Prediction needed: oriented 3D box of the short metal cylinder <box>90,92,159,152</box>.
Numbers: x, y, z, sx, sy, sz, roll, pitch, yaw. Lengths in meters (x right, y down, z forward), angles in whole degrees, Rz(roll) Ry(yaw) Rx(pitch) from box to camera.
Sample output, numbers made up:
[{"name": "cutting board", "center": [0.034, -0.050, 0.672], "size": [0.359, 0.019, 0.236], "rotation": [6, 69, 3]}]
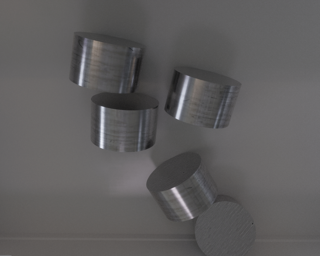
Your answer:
[{"name": "short metal cylinder", "center": [-0.043, -0.010, 0.378], "size": [0.081, 0.080, 0.050], "rotation": [5, 110, -2]}]

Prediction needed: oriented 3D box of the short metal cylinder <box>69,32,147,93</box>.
[{"name": "short metal cylinder", "center": [-0.059, -0.076, 0.353], "size": [0.081, 0.080, 0.050], "rotation": [11, 110, -4]}]

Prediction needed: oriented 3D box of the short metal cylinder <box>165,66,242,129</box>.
[{"name": "short metal cylinder", "center": [0.050, -0.038, 0.368], "size": [0.081, 0.080, 0.050], "rotation": [12, 110, -5]}]

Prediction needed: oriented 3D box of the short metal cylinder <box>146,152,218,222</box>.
[{"name": "short metal cylinder", "center": [0.029, 0.076, 0.410], "size": [0.080, 0.080, 0.050], "rotation": [-27, 108, 9]}]

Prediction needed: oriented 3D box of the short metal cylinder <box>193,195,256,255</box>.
[{"name": "short metal cylinder", "center": [0.088, 0.138, 0.435], "size": [0.080, 0.050, 0.080], "rotation": [0, 88, 2]}]
